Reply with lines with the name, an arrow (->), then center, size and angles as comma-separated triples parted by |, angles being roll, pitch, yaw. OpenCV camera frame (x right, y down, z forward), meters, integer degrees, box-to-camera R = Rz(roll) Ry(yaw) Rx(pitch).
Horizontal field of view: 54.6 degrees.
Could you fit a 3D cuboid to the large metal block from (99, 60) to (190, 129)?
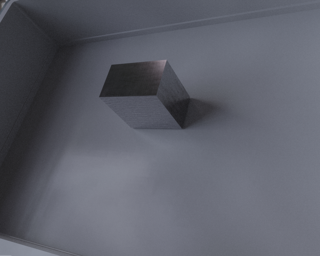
large metal block -> -0.017, -0.040, 0.402 | 0.080, 0.080, 0.050 | 1, 63, 28
